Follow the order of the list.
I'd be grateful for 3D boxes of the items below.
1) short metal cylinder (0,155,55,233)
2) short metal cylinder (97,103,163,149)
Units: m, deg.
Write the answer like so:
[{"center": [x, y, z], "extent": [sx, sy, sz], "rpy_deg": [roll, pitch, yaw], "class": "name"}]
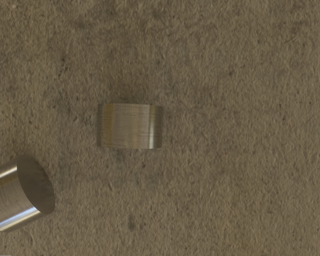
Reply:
[{"center": [-0.173, 0.079, 0.380], "extent": [0.050, 0.080, 0.080], "rpy_deg": [-26, 90, 0], "class": "short metal cylinder"}, {"center": [-0.037, -0.002, 0.382], "extent": [0.081, 0.080, 0.050], "rpy_deg": [2, 90, -1], "class": "short metal cylinder"}]
